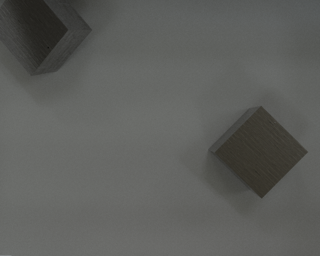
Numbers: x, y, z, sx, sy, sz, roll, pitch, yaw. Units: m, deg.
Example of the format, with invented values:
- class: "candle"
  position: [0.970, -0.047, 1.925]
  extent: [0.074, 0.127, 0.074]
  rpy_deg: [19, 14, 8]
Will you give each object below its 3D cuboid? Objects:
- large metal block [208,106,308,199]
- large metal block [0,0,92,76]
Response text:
- class: "large metal block"
  position: [0.123, 0.029, 0.400]
  extent: [0.080, 0.050, 0.080]
  rpy_deg: [45, 90, 0]
- class: "large metal block"
  position: [-0.147, -0.124, 0.383]
  extent: [0.080, 0.050, 0.080]
  rpy_deg: [-40, 91, 26]
